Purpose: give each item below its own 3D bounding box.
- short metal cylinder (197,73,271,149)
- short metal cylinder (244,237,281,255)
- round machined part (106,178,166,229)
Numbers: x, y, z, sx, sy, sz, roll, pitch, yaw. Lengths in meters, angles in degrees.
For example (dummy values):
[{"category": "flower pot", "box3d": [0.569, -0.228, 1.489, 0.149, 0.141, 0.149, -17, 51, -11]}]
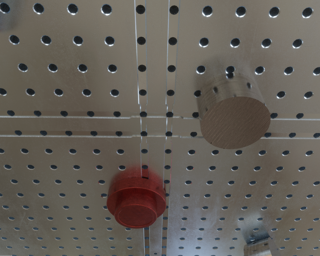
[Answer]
[{"category": "short metal cylinder", "box3d": [0.088, -0.020, 0.379, 0.081, 0.050, 0.079, 0, 130, 0]}, {"category": "short metal cylinder", "box3d": [0.204, 0.259, 0.598, 0.050, 0.080, 0.080, -28, 125, 21]}, {"category": "round machined part", "box3d": [-0.039, 0.129, 0.510, 0.099, 0.042, 0.097, 0, 130, 0]}]
